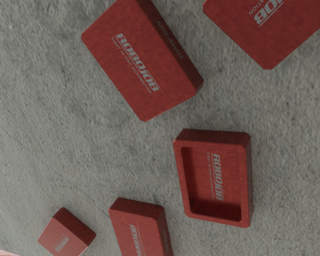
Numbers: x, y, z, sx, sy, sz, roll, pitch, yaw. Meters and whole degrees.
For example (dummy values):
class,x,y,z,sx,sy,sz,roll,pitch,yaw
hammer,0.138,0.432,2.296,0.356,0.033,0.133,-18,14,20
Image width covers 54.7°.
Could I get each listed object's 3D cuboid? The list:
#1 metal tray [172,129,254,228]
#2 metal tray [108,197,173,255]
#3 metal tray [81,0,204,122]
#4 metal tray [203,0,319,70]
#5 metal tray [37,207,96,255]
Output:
class,x,y,z,sx,sy,sz,roll,pitch,yaw
metal tray,0.072,0.066,0.405,0.090,0.030,0.129,3,120,26
metal tray,-0.031,0.185,0.532,0.090,0.030,0.129,4,121,25
metal tray,-0.021,-0.080,0.364,0.090,0.030,0.130,-27,104,37
metal tray,0.112,-0.126,0.267,0.090,0.030,0.129,43,129,-2
metal tray,-0.197,0.230,0.647,0.090,0.030,0.129,40,129,1
